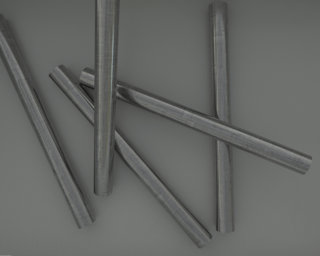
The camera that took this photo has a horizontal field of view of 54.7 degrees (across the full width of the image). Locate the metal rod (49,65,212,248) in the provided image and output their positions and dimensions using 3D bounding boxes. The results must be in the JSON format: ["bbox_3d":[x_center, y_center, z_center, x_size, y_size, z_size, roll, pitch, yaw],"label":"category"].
[{"bbox_3d":[-0.038,0.038,0.410,0.025,0.025,0.300,-41,90,0],"label":"metal rod"}]

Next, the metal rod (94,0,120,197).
[{"bbox_3d":[-0.062,-0.051,0.351,0.025,0.025,0.298,6,114,0],"label":"metal rod"}]

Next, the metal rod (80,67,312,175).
[{"bbox_3d":[0.038,-0.012,0.391,0.301,0.025,0.025,22,90,7],"label":"metal rod"}]

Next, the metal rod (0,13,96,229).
[{"bbox_3d":[-0.158,-0.009,0.409,0.025,0.025,0.299,-24,90,0],"label":"metal rod"}]

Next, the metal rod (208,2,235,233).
[{"bbox_3d":[0.082,-0.014,0.411,0.025,0.025,0.298,-2,90,0],"label":"metal rod"}]
